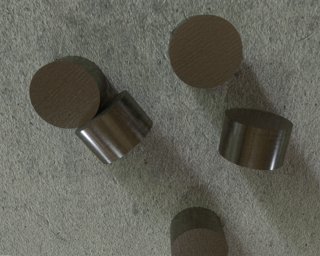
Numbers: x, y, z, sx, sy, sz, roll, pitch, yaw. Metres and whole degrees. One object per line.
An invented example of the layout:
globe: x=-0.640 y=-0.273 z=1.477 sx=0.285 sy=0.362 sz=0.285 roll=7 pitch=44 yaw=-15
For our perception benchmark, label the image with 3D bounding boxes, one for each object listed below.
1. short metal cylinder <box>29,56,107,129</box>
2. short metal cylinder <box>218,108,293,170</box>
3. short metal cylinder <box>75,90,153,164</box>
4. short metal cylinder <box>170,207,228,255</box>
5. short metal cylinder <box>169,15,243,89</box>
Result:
short metal cylinder: x=-0.109 y=-0.045 z=0.379 sx=0.081 sy=0.050 sz=0.079 roll=0 pitch=110 yaw=0
short metal cylinder: x=0.117 y=0.011 z=0.385 sx=0.081 sy=0.080 sz=0.050 roll=5 pitch=110 yaw=-2
short metal cylinder: x=-0.056 y=-0.002 z=0.379 sx=0.080 sy=0.080 sz=0.050 roll=-36 pitch=107 yaw=12
short metal cylinder: x=0.056 y=0.165 z=0.458 sx=0.081 sy=0.050 sz=0.079 roll=0 pitch=110 yaw=0
short metal cylinder: x=0.050 y=-0.091 z=0.363 sx=0.081 sy=0.050 sz=0.079 roll=0 pitch=110 yaw=0
